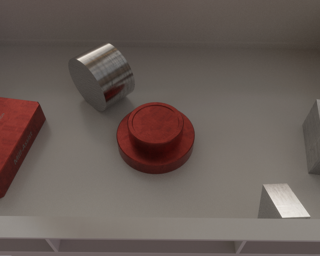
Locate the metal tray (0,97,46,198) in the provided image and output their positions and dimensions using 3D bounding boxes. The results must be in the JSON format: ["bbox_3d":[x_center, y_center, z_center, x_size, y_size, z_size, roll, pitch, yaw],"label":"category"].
[{"bbox_3d":[-0.212,0.018,0.384,0.090,0.030,0.130,7,50,6],"label":"metal tray"}]

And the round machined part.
[{"bbox_3d":[-0.005,0.005,0.390,0.099,0.042,0.098,0,50,0],"label":"round machined part"}]

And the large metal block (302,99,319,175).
[{"bbox_3d":[0.228,0.016,0.378,0.080,0.050,0.080,9,51,7],"label":"large metal block"}]

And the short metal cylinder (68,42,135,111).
[{"bbox_3d":[-0.081,-0.070,0.427,0.080,0.080,0.050,37,59,27],"label":"short metal cylinder"}]

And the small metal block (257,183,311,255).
[{"bbox_3d":[0.119,0.090,0.304,0.025,0.050,0.050,-2,25,-2],"label":"small metal block"}]
